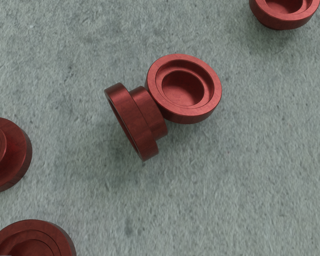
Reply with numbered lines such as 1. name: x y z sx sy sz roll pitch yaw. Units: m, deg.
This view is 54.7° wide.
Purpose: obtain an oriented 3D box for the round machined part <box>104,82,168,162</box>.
1. round machined part: -0.025 -0.012 0.373 0.042 0.098 0.098 -29 73 -9

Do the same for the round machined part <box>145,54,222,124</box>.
1. round machined part: 0.028 -0.047 0.409 0.099 0.042 0.098 6 61 -10

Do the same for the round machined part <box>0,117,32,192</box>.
1. round machined part: -0.216 0.031 0.385 0.099 0.042 0.098 0 70 -1

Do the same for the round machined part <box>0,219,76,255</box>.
1. round machined part: -0.141 0.153 0.342 0.099 0.042 0.098 0 70 -1

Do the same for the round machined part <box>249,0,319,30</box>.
1. round machined part: 0.184 -0.189 0.470 0.099 0.042 0.098 0 70 -1
